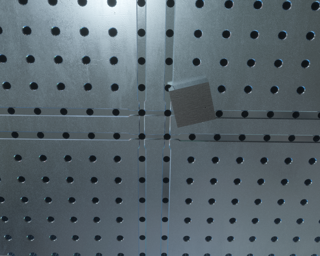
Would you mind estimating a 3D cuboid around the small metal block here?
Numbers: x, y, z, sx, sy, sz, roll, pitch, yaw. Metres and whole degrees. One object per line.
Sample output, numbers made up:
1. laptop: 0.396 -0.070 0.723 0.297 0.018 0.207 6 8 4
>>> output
1. small metal block: 0.041 -0.033 0.402 0.050 0.025 0.050 -13 110 4
